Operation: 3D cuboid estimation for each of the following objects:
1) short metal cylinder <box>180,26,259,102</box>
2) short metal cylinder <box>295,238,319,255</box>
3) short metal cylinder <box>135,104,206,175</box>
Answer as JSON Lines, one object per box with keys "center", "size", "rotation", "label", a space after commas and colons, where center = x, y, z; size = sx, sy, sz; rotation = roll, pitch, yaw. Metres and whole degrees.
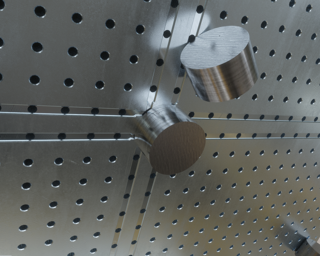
{"center": [0.071, -0.076, 0.367], "size": [0.080, 0.080, 0.050], "rotation": [-35, 129, -5], "label": "short metal cylinder"}
{"center": [0.400, 0.334, 0.801], "size": [0.080, 0.080, 0.050], "rotation": [21, 107, -36], "label": "short metal cylinder"}
{"center": [0.013, 0.015, 0.411], "size": [0.081, 0.050, 0.079], "rotation": [-14, 124, -21], "label": "short metal cylinder"}
